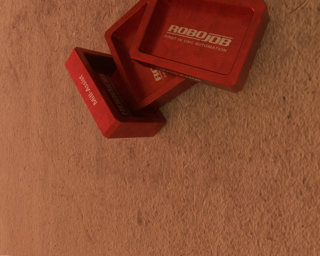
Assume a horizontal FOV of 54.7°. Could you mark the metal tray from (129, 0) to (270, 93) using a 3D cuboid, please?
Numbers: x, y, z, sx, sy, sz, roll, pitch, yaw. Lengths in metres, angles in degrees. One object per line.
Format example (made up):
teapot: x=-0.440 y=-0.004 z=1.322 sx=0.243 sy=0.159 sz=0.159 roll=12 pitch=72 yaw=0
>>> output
metal tray: x=0.040 y=-0.100 z=0.339 sx=0.130 sy=0.030 sz=0.090 roll=21 pitch=91 yaw=26

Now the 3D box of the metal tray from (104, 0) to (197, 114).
metal tray: x=-0.014 y=-0.096 z=0.404 sx=0.090 sy=0.030 sz=0.130 roll=-33 pitch=70 yaw=26

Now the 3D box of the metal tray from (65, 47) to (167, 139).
metal tray: x=-0.058 y=-0.046 z=0.410 sx=0.030 sy=0.091 sz=0.130 roll=-48 pitch=62 yaw=30
